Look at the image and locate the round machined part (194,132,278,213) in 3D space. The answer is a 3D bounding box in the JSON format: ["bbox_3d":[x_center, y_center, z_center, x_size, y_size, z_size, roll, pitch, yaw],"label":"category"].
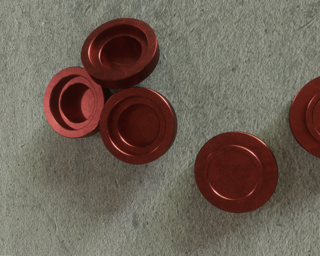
[{"bbox_3d":[0.089,0.053,0.369,0.098,0.042,0.097,0,90,20],"label":"round machined part"}]

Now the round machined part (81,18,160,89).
[{"bbox_3d":[-0.048,-0.092,0.404,0.098,0.042,0.098,-4,64,9],"label":"round machined part"}]

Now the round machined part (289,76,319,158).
[{"bbox_3d":[0.192,-0.012,0.332,0.098,0.042,0.097,0,90,20],"label":"round machined part"}]

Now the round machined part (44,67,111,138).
[{"bbox_3d":[-0.111,-0.035,0.439,0.098,0.042,0.097,0,90,20],"label":"round machined part"}]

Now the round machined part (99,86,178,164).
[{"bbox_3d":[-0.025,-0.004,0.405,0.098,0.042,0.097,1,94,13],"label":"round machined part"}]
